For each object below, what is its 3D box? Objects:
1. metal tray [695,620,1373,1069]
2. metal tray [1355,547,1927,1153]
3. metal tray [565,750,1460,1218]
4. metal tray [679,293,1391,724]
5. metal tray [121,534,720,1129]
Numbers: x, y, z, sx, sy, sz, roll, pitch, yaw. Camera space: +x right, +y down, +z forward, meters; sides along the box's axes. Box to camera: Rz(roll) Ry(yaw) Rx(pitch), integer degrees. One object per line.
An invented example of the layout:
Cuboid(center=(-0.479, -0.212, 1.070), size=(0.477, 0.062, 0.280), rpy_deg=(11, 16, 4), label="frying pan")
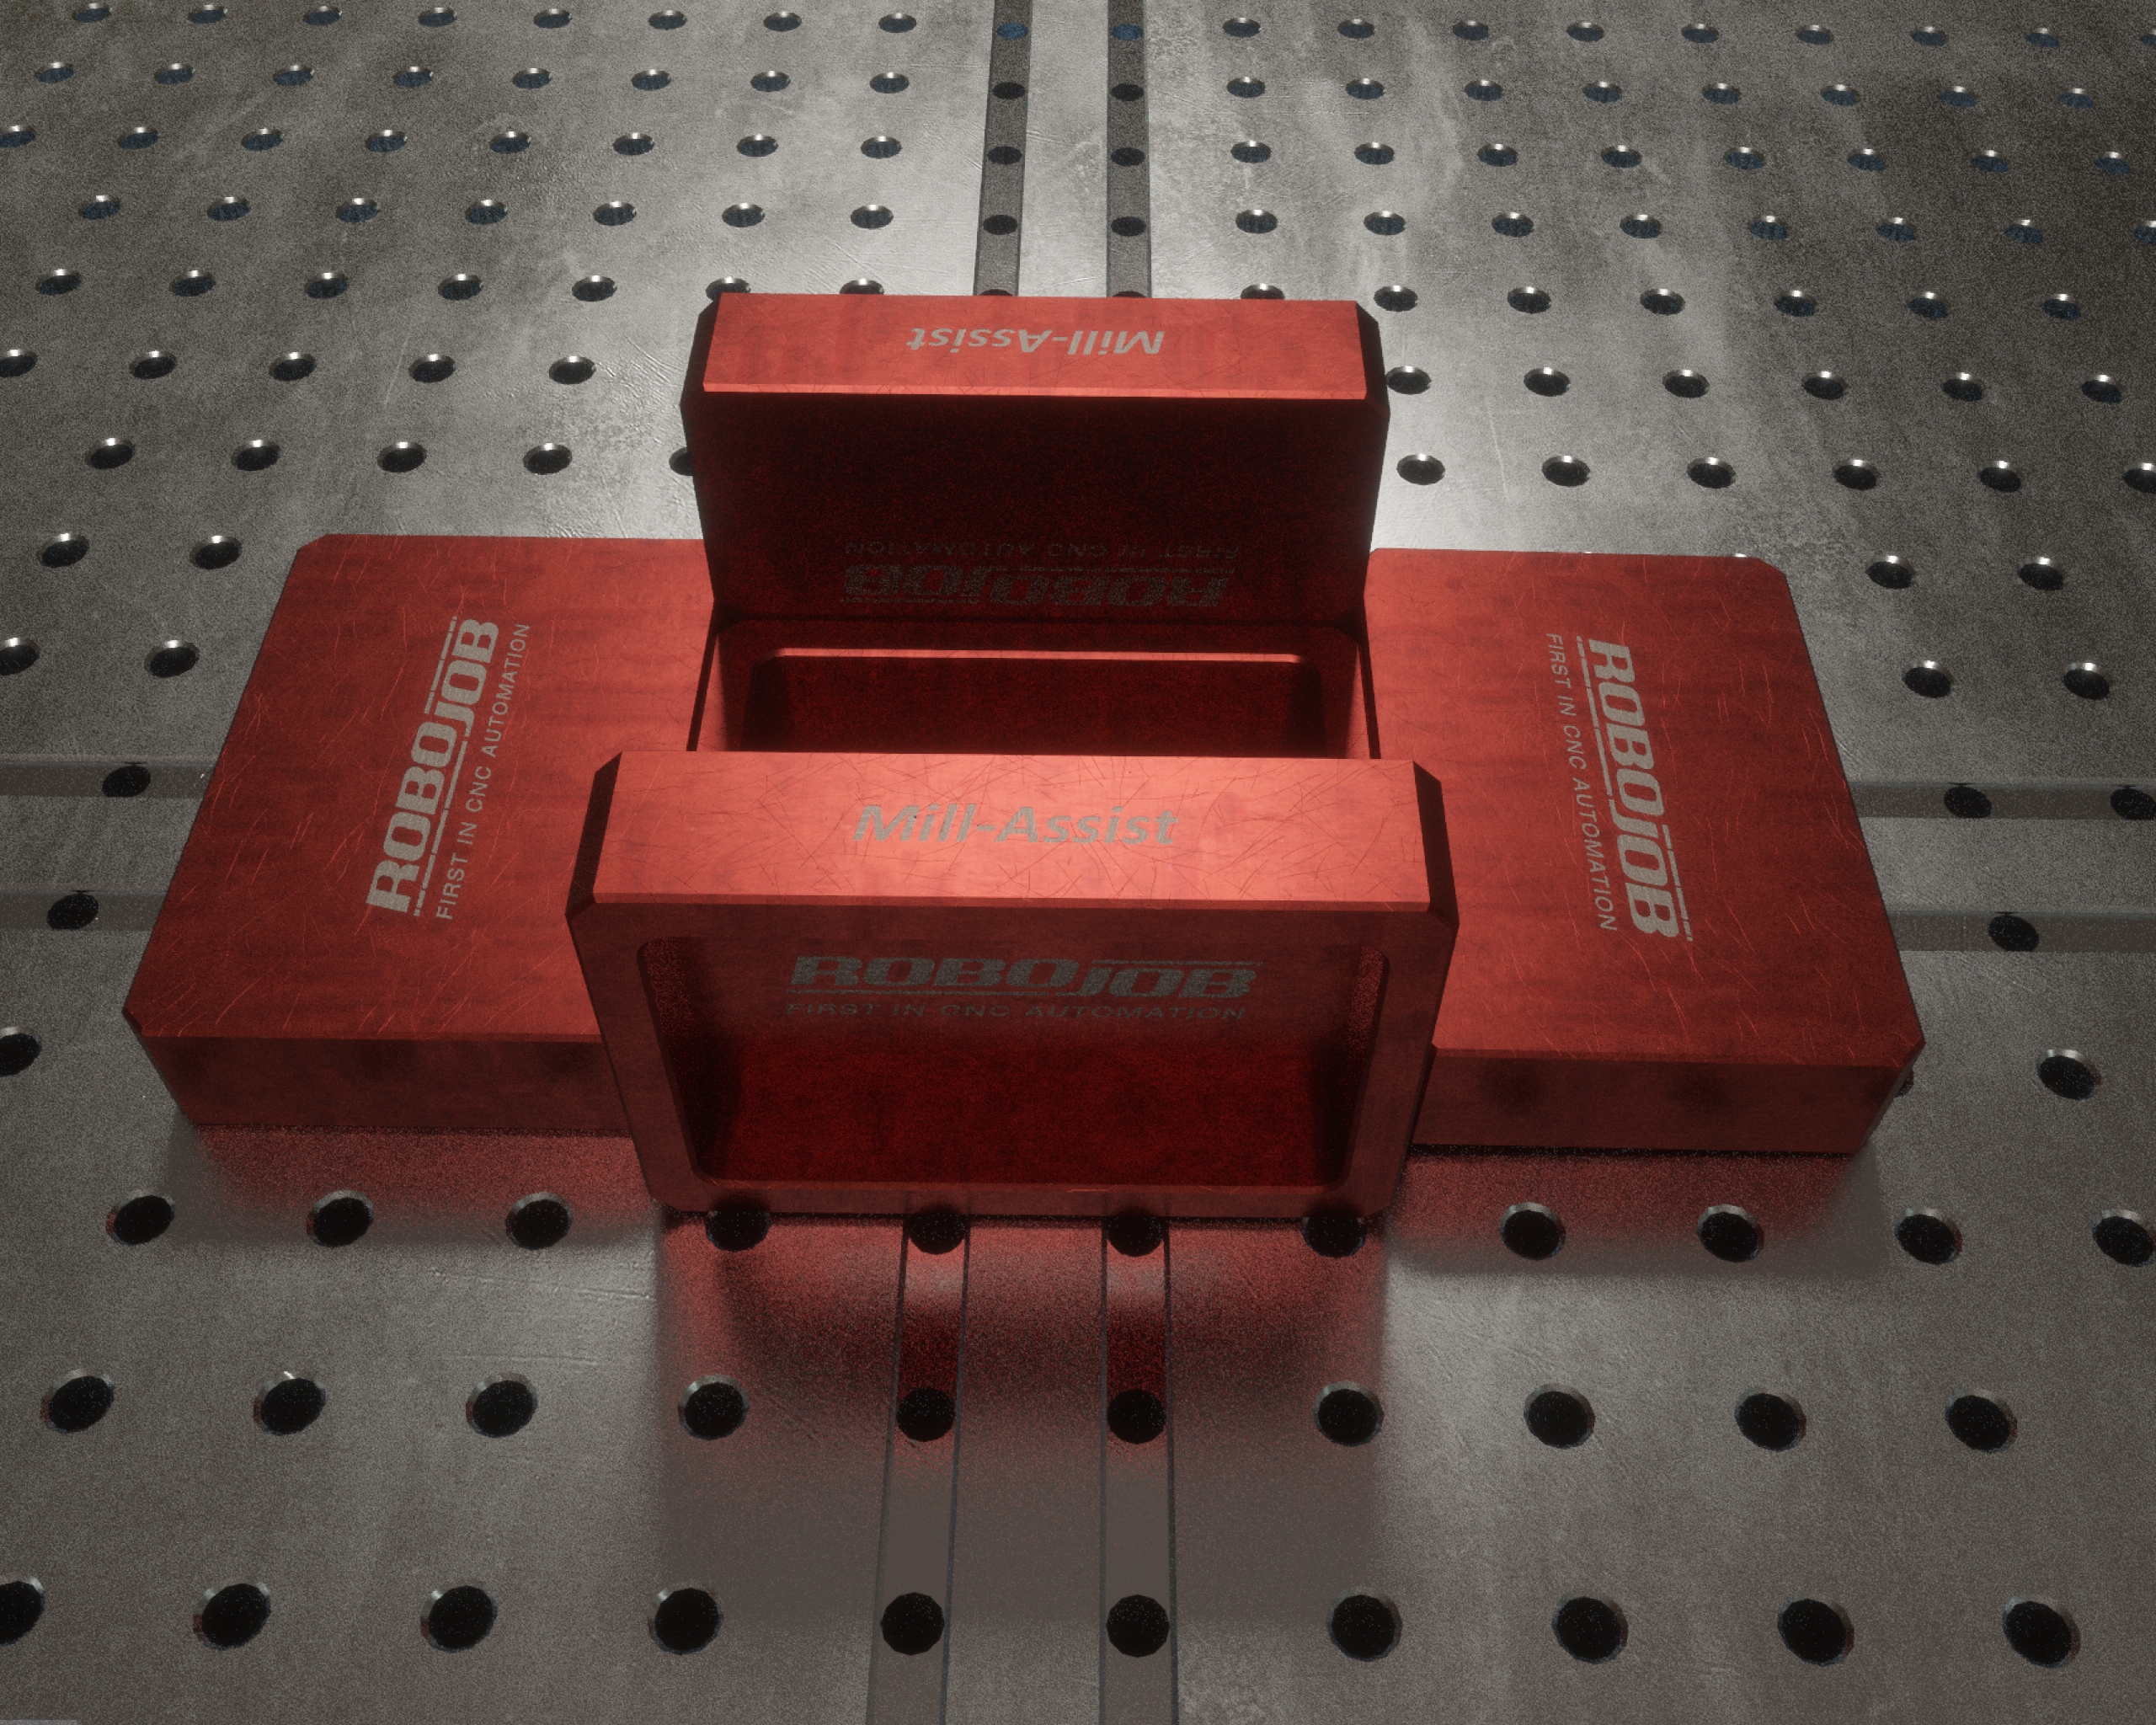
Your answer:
Cuboid(center=(-0.009, -0.005, 0.406), size=(0.131, 0.030, 0.090), rpy_deg=(1, 50, 0), label="metal tray")
Cuboid(center=(0.102, -0.007, 0.409), size=(0.091, 0.030, 0.130), rpy_deg=(2, 50, -1), label="metal tray")
Cuboid(center=(-0.010, 0.023, 0.344), size=(0.131, 0.089, 0.030), rpy_deg=(1, 50, 0), label="metal tray")
Cuboid(center=(-0.008, -0.069, 0.423), size=(0.131, 0.089, 0.030), rpy_deg=(1, 50, 0), label="metal tray")
Cuboid(center=(-0.120, -0.010, 0.411), size=(0.091, 0.030, 0.130), rpy_deg=(1, 50, 0), label="metal tray")
